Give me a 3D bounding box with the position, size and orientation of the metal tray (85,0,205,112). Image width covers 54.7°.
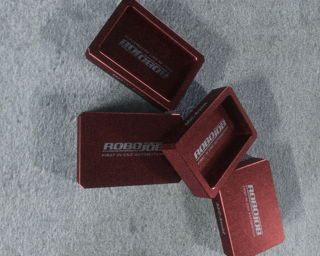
[{"bbox_3d":[-0.017,-0.092,0.400,0.130,0.030,0.090,35,79,-17],"label":"metal tray"}]

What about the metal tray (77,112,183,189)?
[{"bbox_3d":[-0.037,0.026,0.394,0.131,0.030,0.089,0,90,-21],"label":"metal tray"}]

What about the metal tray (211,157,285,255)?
[{"bbox_3d":[0.127,0.118,0.455,0.091,0.030,0.129,-15,95,-20],"label":"metal tray"}]

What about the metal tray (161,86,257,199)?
[{"bbox_3d":[0.070,0.016,0.410,0.131,0.030,0.090,-46,112,-31],"label":"metal tray"}]
